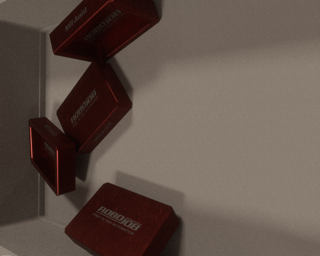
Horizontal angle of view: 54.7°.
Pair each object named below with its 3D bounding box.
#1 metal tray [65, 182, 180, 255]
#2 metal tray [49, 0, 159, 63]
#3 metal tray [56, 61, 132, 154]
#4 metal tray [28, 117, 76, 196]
[{"bbox_3d":[-0.051,0.129,0.406,0.130,0.090,0.030,11,138,39],"label":"metal tray"},{"bbox_3d":[-0.078,-0.137,0.425,0.130,0.091,0.030,-25,74,37],"label":"metal tray"},{"bbox_3d":[-0.108,-0.030,0.490,0.129,0.030,0.090,-44,64,30],"label":"metal tray"},{"bbox_3d":[-0.186,0.044,0.529,0.130,0.030,0.089,30,121,44],"label":"metal tray"}]
